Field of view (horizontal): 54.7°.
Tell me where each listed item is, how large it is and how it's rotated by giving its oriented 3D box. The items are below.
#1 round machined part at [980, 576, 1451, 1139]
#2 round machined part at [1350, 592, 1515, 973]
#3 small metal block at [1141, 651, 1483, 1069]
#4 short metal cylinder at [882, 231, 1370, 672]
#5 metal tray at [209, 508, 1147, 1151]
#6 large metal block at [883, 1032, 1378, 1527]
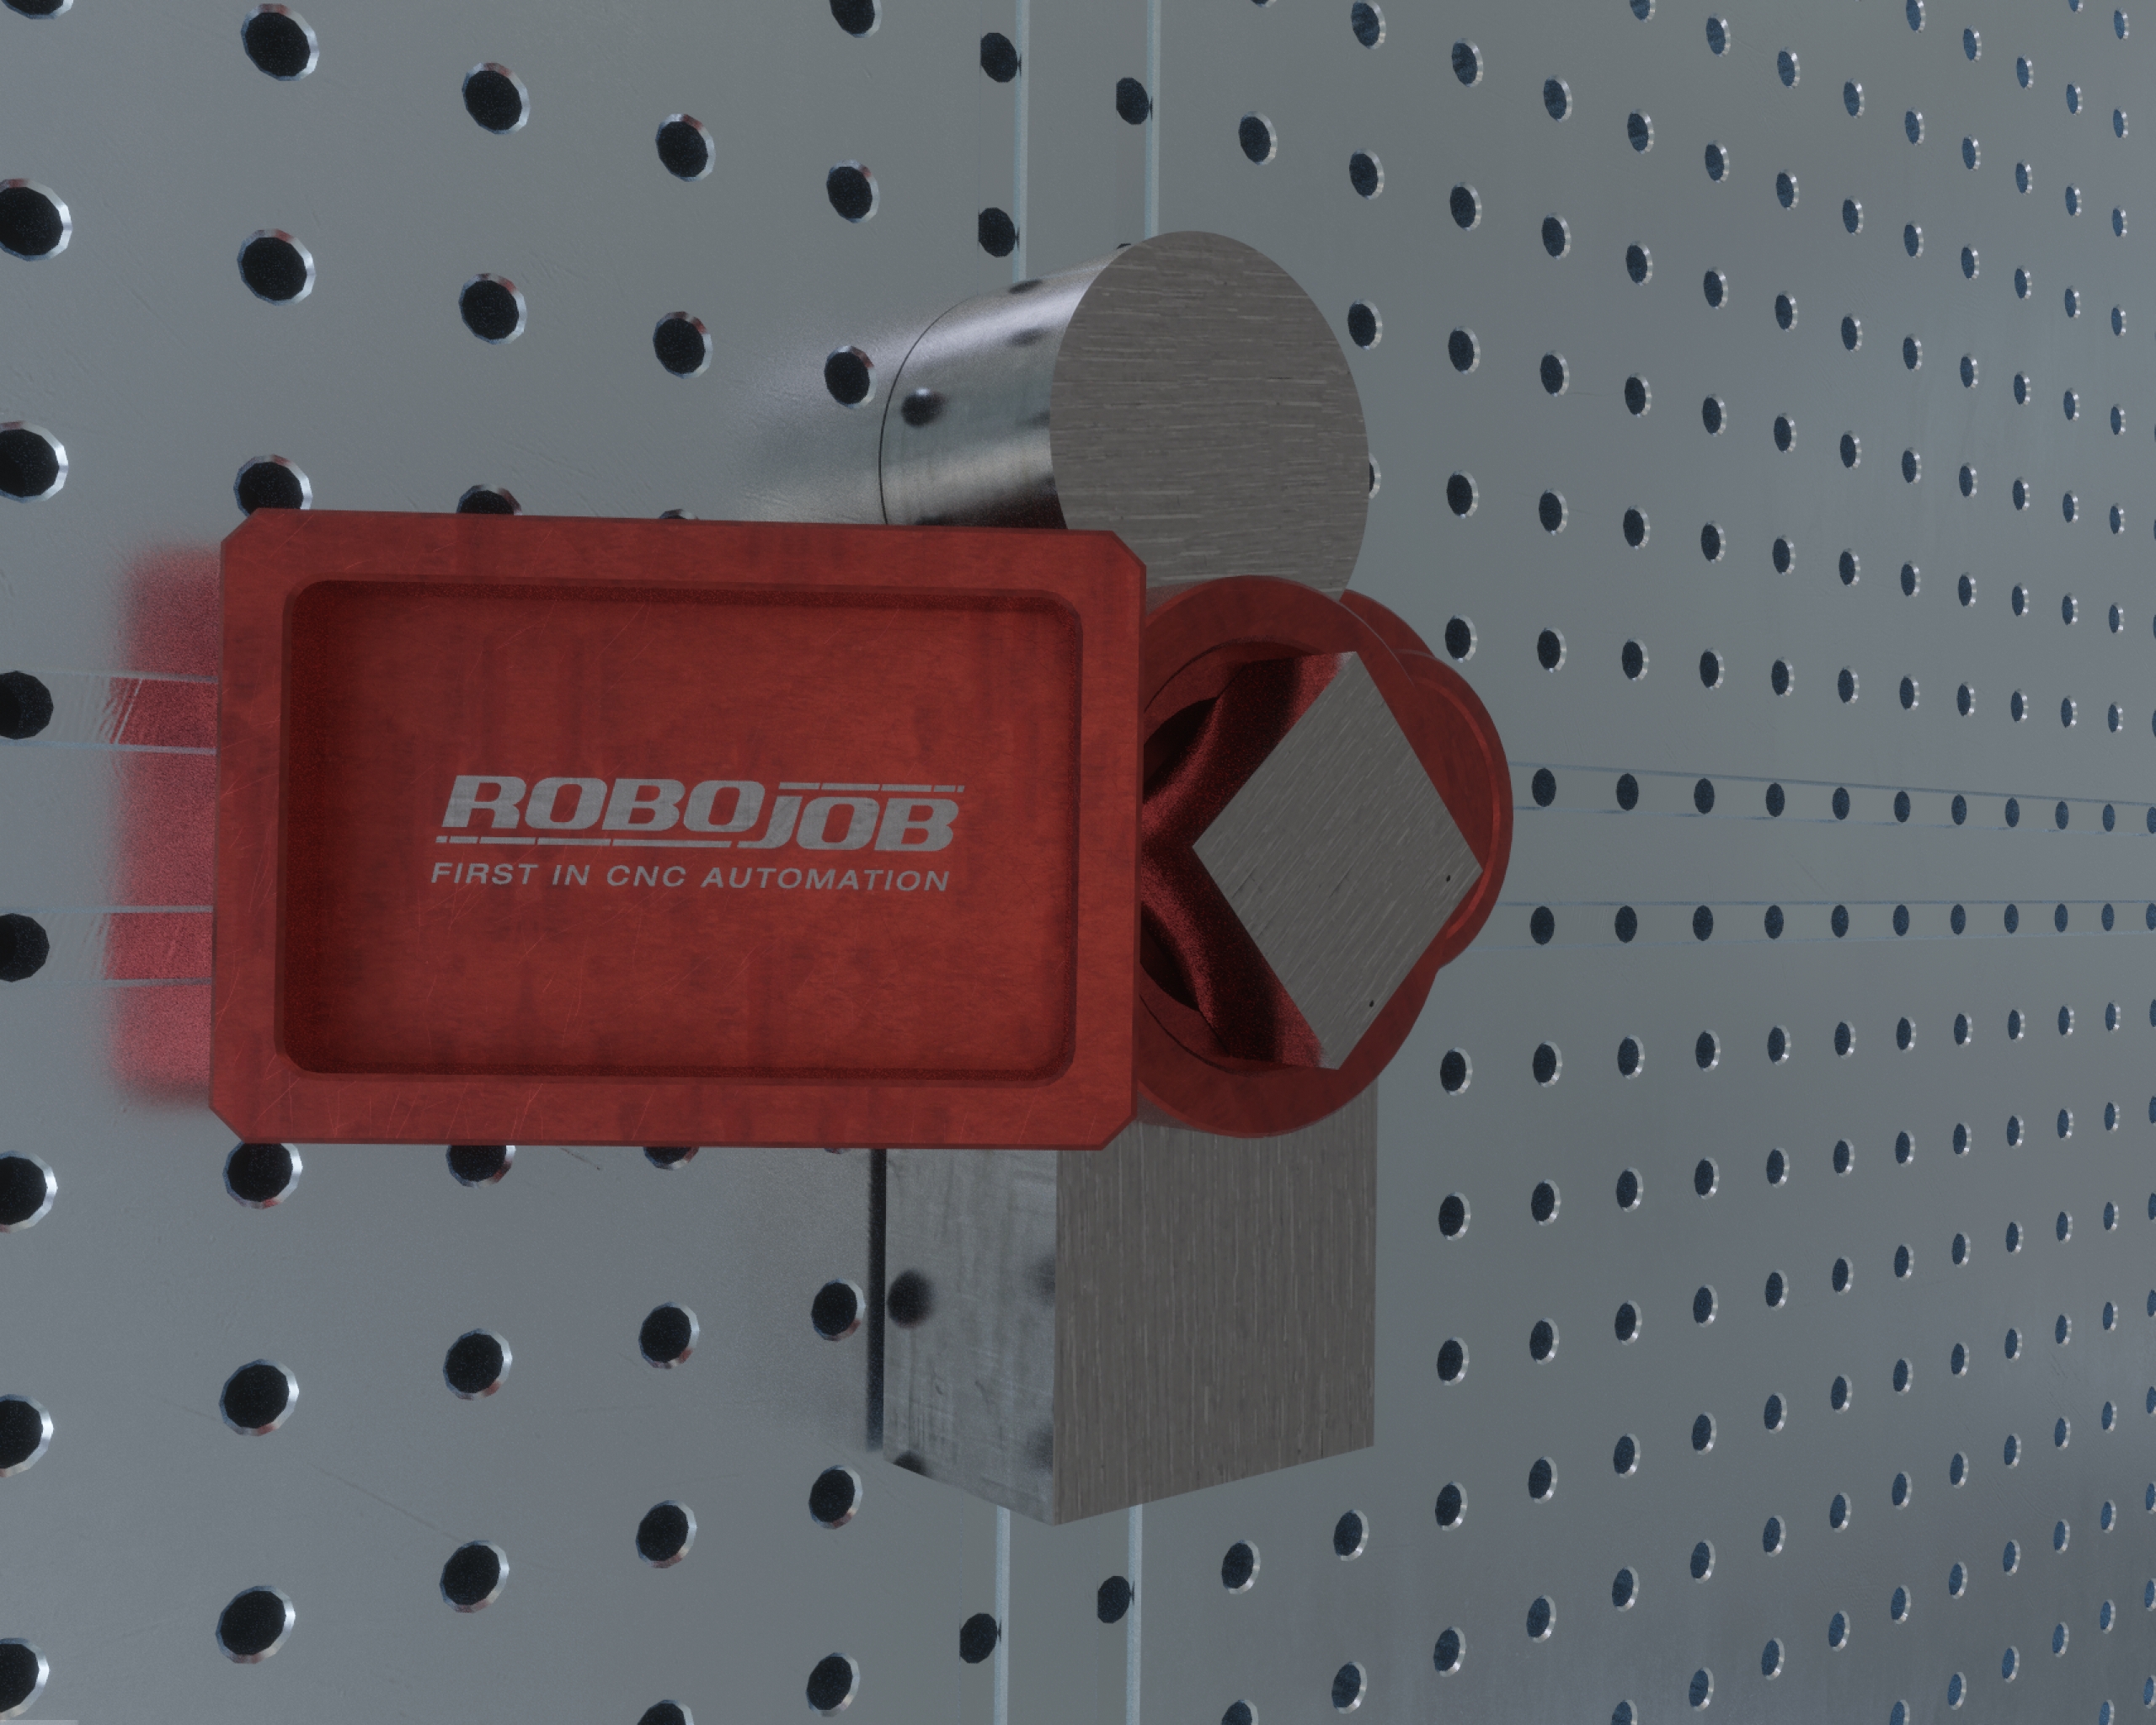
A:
[{"bbox_3d":[0.020,-0.001,0.377,0.099,0.042,0.097,0,90,-40],"label":"round machined part"},{"bbox_3d":[0.055,-0.010,0.442,0.099,0.042,0.097,0,90,-40],"label":"round machined part"},{"bbox_3d":[0.037,-0.001,0.360,0.050,0.025,0.050,-49,119,-29],"label":"small metal block"},{"bbox_3d":[0.010,-0.075,0.400,0.081,0.050,0.080,0,90,-40],"label":"short metal cylinder"},{"bbox_3d":[-0.057,-0.004,0.311,0.131,0.030,0.089,1,89,-3],"label":"metal tray"},{"bbox_3d":[0.011,0.073,0.398,0.081,0.050,0.080,1,90,-40],"label":"large metal block"}]
